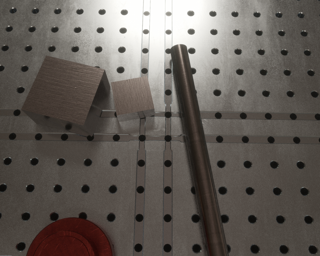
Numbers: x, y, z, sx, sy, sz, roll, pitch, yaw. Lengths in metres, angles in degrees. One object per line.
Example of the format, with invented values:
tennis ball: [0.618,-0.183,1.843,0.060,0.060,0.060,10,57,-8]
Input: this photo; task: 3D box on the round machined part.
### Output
round machined part: [-0.103,0.151,0.346,0.099,0.042,0.098,0,70,-1]

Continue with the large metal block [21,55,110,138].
large metal block: [-0.121,-0.041,0.412,0.080,0.050,0.080,14,71,5]

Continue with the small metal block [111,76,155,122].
small metal block: [-0.037,-0.040,0.426,0.050,0.025,0.050,-11,71,-5]

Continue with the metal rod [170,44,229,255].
metal rod: [0.048,0.023,0.403,0.025,0.025,0.299,-7,70,-3]
